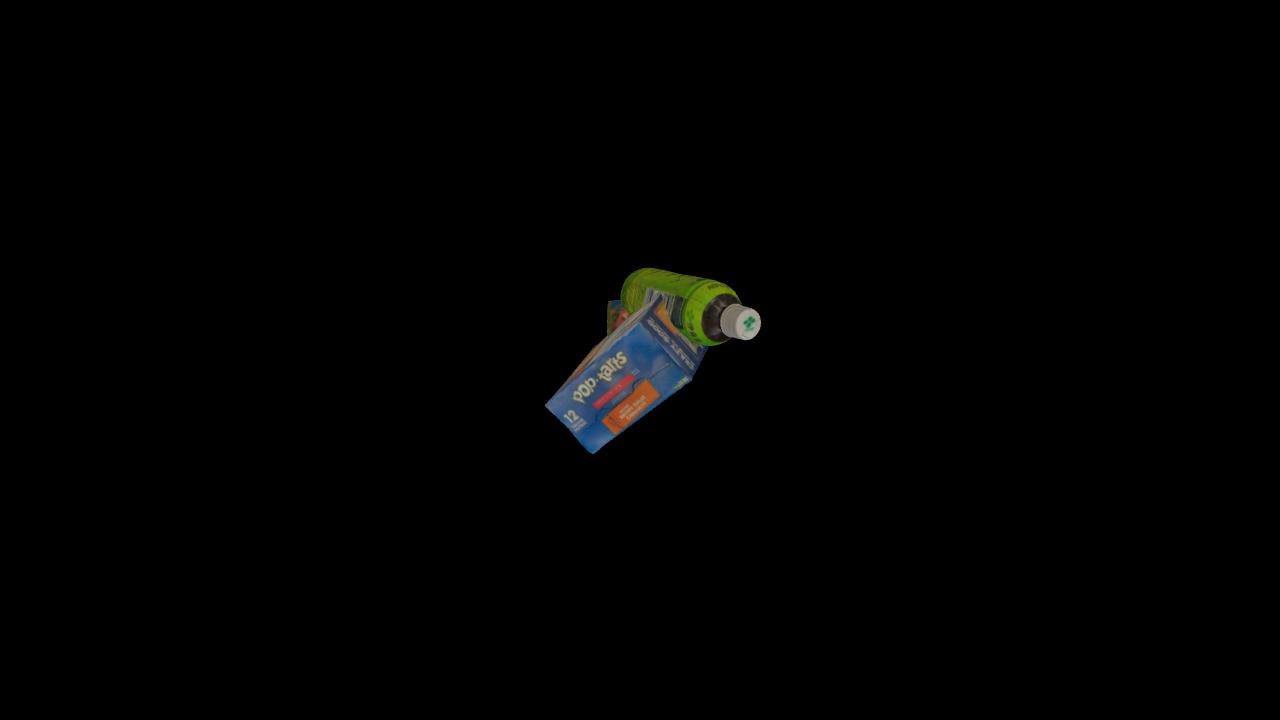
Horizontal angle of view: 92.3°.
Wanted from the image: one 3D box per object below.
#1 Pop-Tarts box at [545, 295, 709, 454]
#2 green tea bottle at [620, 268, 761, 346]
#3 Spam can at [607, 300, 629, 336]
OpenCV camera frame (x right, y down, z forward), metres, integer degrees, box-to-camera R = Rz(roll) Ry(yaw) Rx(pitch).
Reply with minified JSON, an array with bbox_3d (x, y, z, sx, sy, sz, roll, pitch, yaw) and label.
[{"bbox_3d":[-0.005,0.004,0.700,0.167,0.083,0.141,-40,8,33],"label":"Pop-Tarts box"},{"bbox_3d":[0.052,-0.055,0.663,0.073,0.073,0.212,0,15,-28],"label":"green tea bottle"},{"bbox_3d":[0.006,-0.026,0.754,0.085,0.101,0.058,-1,-2,9],"label":"Spam can"}]
